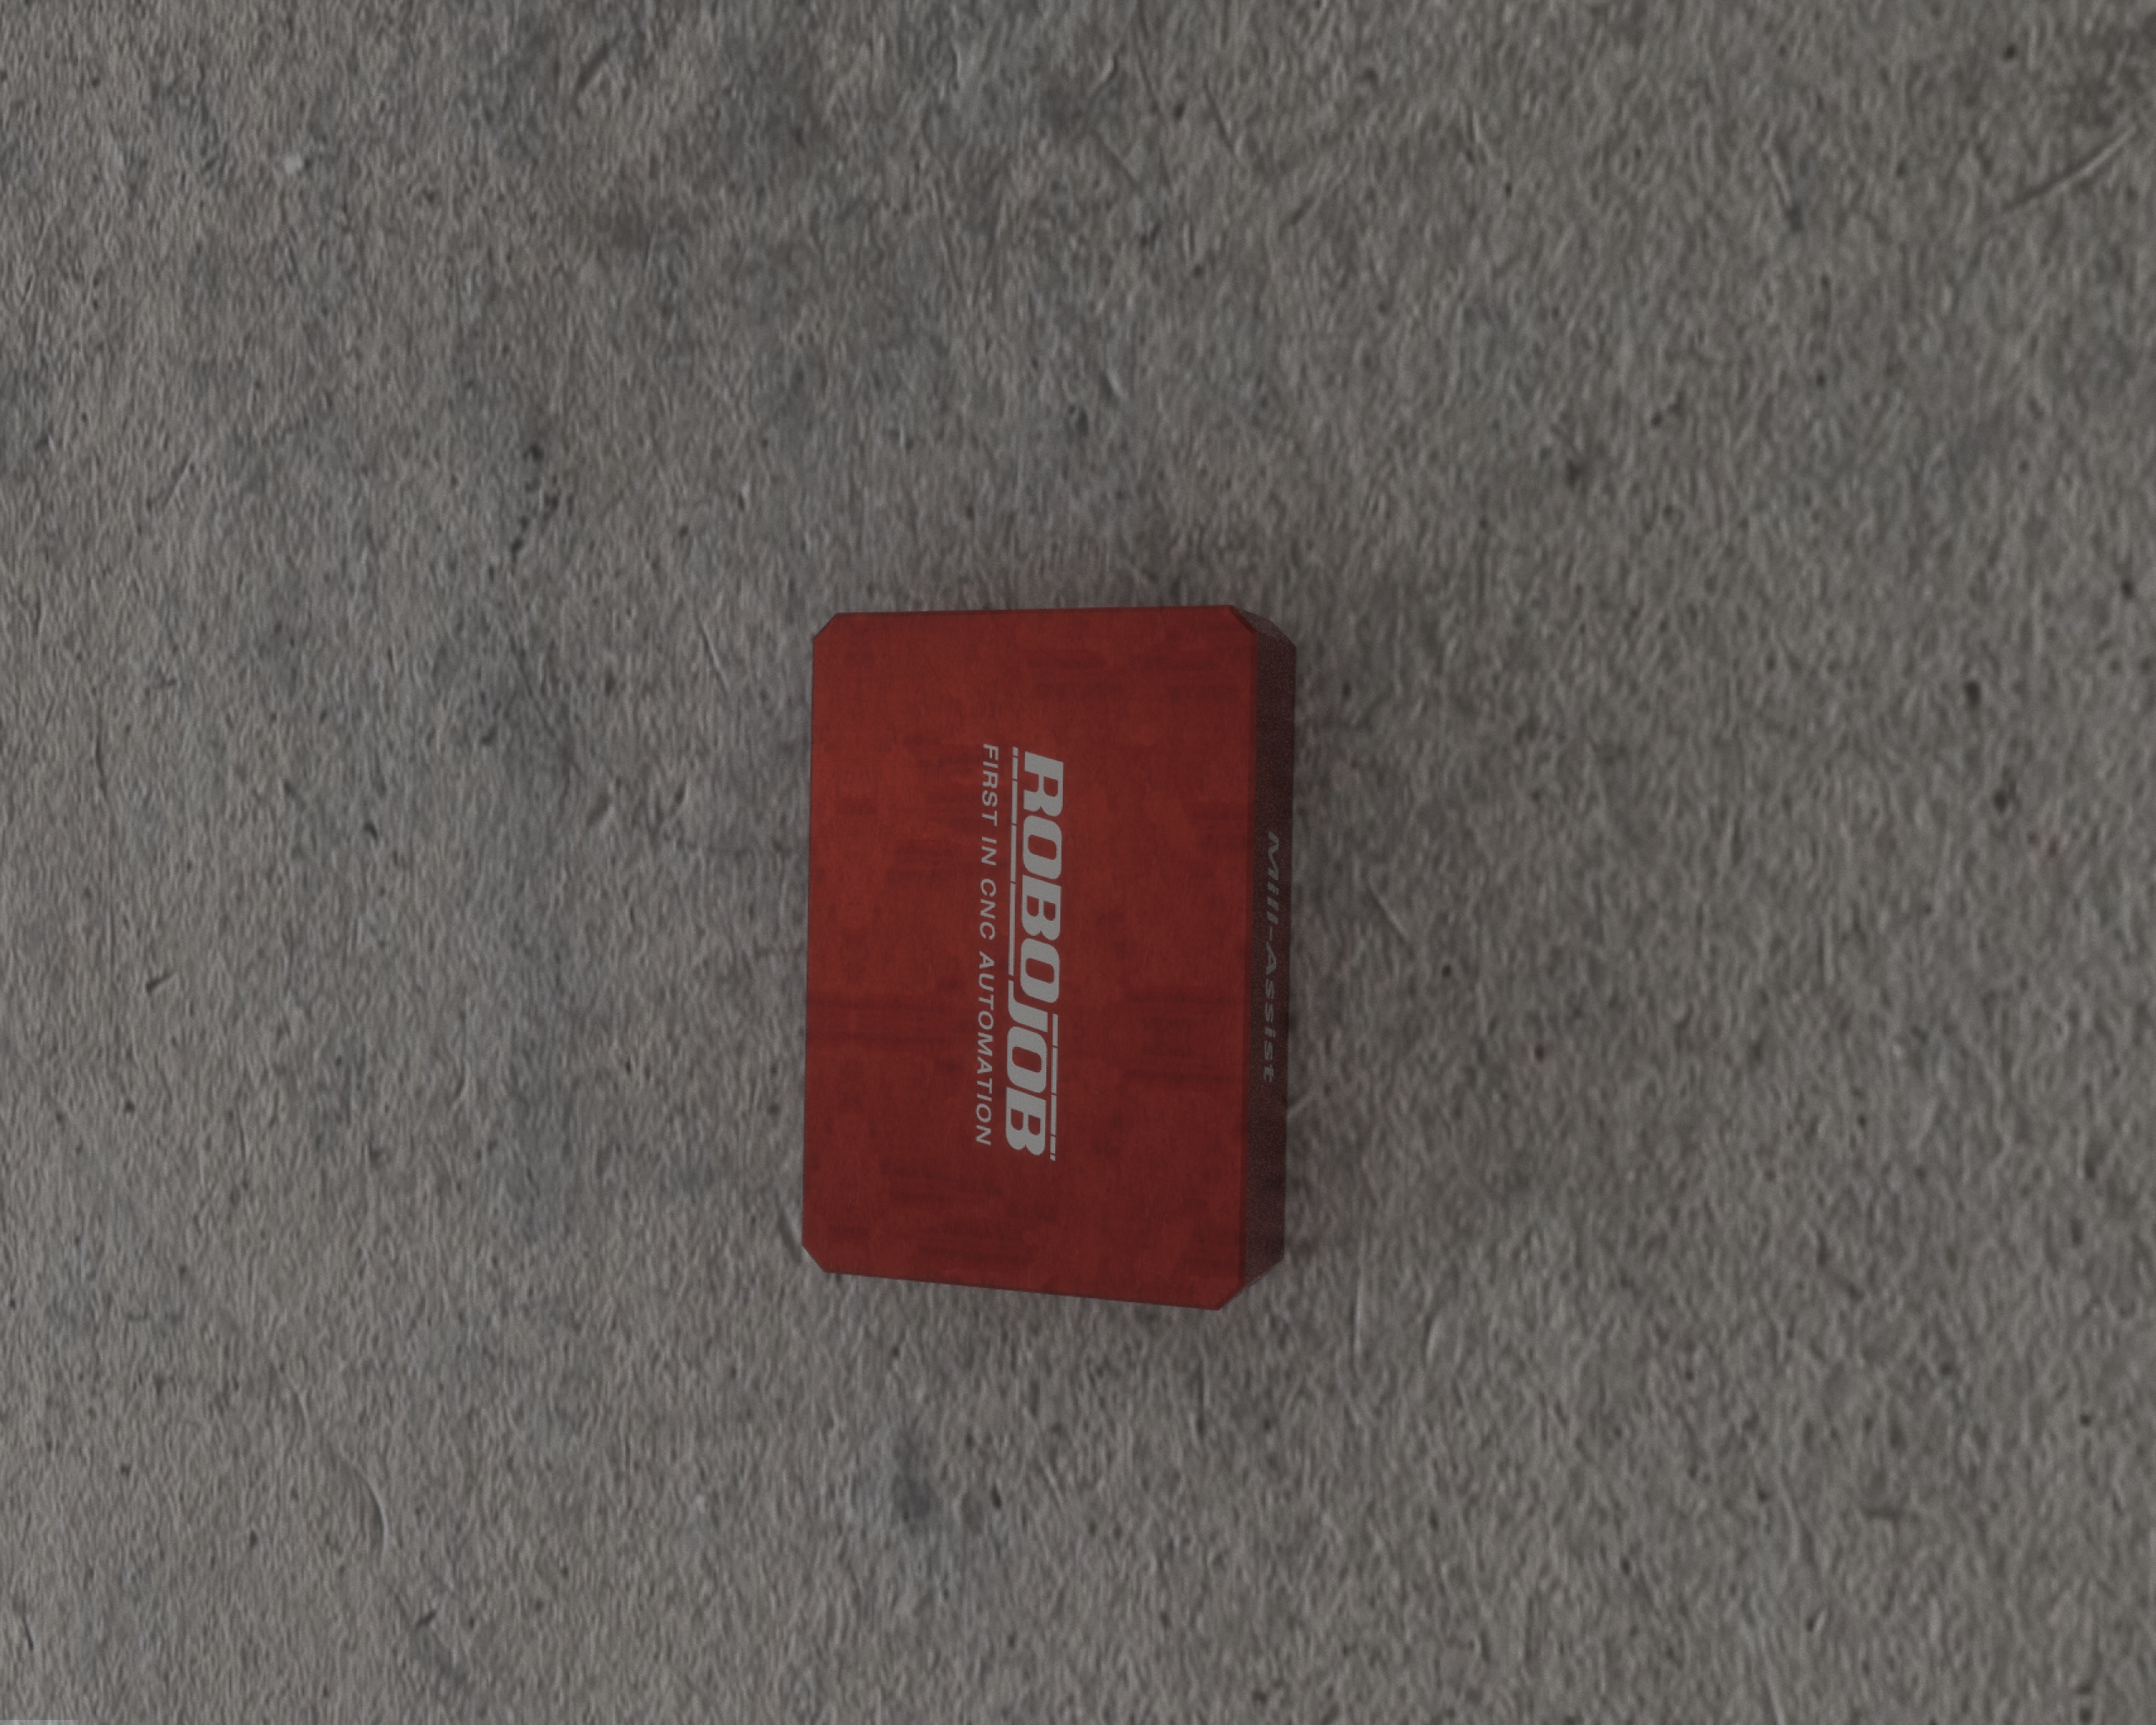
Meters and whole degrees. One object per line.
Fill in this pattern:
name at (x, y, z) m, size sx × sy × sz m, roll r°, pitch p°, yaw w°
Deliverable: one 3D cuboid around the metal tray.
metal tray at (-0.006, 0.017, 0.409) m, size 0.090 × 0.030 × 0.129 m, roll 1°, pitch 90°, yaw 20°
